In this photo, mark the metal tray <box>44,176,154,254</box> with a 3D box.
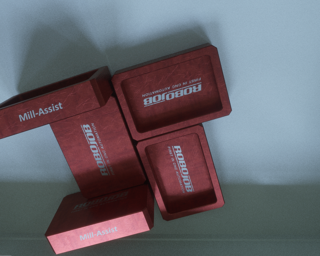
[{"bbox_3d":[-0.074,0.111,0.413,0.131,0.090,0.030,-16,110,5],"label":"metal tray"}]

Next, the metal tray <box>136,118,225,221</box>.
[{"bbox_3d":[0.030,0.059,0.429,0.090,0.030,0.129,-16,110,5],"label":"metal tray"}]

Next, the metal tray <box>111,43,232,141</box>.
[{"bbox_3d":[0.015,-0.044,0.391,0.131,0.030,0.089,-16,110,5],"label":"metal tray"}]

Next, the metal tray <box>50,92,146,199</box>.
[{"bbox_3d":[-0.080,0.024,0.413,0.090,0.030,0.129,-16,110,5],"label":"metal tray"}]

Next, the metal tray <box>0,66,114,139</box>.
[{"bbox_3d":[-0.123,-0.032,0.359,0.131,0.090,0.030,-17,109,5],"label":"metal tray"}]
